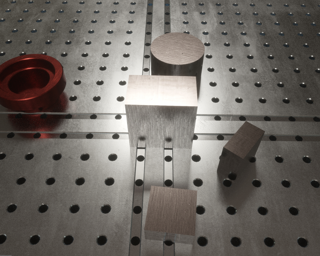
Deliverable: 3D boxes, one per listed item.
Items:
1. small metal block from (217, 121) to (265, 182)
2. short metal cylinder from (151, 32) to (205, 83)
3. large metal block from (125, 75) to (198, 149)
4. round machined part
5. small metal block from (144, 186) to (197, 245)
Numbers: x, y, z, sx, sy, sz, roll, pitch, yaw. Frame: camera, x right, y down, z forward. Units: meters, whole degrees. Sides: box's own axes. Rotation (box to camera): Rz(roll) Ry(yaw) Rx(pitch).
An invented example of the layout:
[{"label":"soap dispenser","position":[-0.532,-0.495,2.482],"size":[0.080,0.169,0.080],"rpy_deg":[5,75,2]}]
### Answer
[{"label":"small metal block","position":[0.096,0.028,0.369],"size":[0.025,0.050,0.050],"rpy_deg":[33,57,24]},{"label":"short metal cylinder","position":[0.026,-0.104,0.479],"size":[0.081,0.050,0.080],"rpy_deg":[0,50,0]},{"label":"large metal block","position":[0.002,-0.019,0.388],"size":[0.081,0.080,0.050],"rpy_deg":[1,50,1]},{"label":"round machined part","position":[-0.185,-0.060,0.444],"size":[0.099,0.042,0.098],"rpy_deg":[0,50,0]},{"label":"small metal block","position":[0.012,0.092,0.330],"size":[0.050,0.025,0.050],"rpy_deg":[6,50,4]}]
